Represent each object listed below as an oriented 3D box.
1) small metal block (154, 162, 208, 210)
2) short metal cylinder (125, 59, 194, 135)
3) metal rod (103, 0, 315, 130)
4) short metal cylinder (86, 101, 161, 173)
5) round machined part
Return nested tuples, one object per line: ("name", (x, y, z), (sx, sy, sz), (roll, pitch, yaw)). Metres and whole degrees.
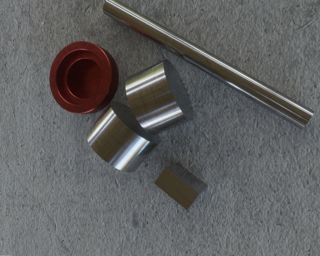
("small metal block", (0.028, 0.071, 0.386), (0.050, 0.050, 0.025), (37, 102, 16))
("short metal cylinder", (0.001, -0.037, 0.379), (0.050, 0.080, 0.080), (-23, 83, 19))
("metal rod", (0.048, -0.090, 0.391), (0.300, 0.025, 0.025), (34, 101, 16))
("short metal cylinder", (-0.046, 0.011, 0.396), (0.080, 0.080, 0.050), (44, 104, 14))
("round machined part", (-0.101, -0.068, 0.436), (0.098, 0.042, 0.097), (0, 90, 20))
